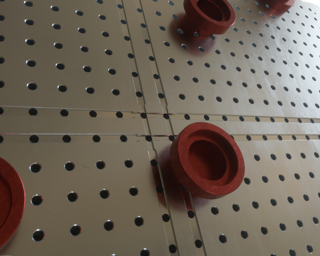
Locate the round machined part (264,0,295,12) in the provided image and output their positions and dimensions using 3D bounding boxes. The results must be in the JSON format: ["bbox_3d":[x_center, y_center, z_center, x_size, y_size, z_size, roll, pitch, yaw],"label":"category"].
[{"bbox_3d":[0.292,-0.335,0.758,0.099,0.042,0.098,13,56,-21],"label":"round machined part"}]

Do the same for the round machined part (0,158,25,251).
[{"bbox_3d":[-0.170,0.070,0.263,0.099,0.042,0.098,13,56,-21],"label":"round machined part"}]

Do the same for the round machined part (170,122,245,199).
[{"bbox_3d":[0.056,0.045,0.400,0.099,0.042,0.098,13,56,-21],"label":"round machined part"}]

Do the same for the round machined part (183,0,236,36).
[{"bbox_3d":[0.086,-0.208,0.570,0.099,0.042,0.098,13,56,-21],"label":"round machined part"}]
